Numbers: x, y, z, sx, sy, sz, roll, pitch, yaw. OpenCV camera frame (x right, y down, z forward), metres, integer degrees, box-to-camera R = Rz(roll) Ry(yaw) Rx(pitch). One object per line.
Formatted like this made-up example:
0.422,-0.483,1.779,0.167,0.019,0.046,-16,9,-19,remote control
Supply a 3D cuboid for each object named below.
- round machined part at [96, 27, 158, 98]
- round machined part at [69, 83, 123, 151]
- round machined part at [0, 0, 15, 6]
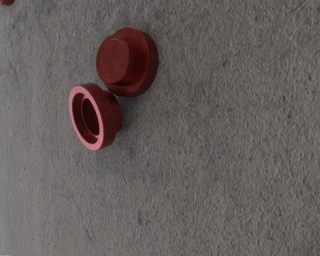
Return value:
-0.053,-0.093,0.438,0.098,0.042,0.097,0,90,40,round machined part
-0.092,-0.019,0.457,0.098,0.042,0.097,24,123,43,round machined part
-0.354,-0.327,0.687,0.098,0.042,0.097,0,90,40,round machined part
